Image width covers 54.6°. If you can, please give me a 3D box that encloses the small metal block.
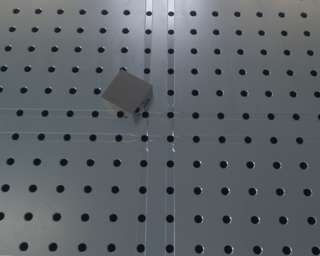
[{"bbox_3d":[-0.044,-0.045,0.428,0.050,0.025,0.050,29,73,10],"label":"small metal block"}]
